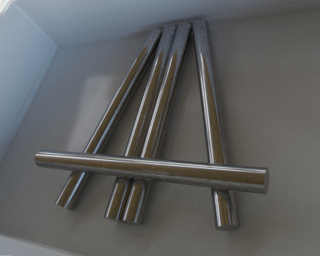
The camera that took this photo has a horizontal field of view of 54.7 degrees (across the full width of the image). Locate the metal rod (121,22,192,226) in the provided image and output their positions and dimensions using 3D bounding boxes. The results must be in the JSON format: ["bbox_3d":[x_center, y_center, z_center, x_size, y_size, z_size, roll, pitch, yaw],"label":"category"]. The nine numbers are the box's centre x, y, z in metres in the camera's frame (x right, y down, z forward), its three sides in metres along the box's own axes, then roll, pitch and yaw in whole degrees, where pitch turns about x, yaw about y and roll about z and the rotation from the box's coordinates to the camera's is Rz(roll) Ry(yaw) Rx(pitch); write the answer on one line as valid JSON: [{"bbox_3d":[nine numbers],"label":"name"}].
[{"bbox_3d":[0.003,-0.023,0.417,0.025,0.025,0.300,1,62,29],"label":"metal rod"}]

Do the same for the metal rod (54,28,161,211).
[{"bbox_3d":[-0.066,-0.025,0.454,0.025,0.025,0.300,13,68,33],"label":"metal rod"}]

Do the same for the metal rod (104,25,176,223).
[{"bbox_3d":[-0.018,-0.023,0.428,0.025,0.025,0.300,1,62,29],"label":"metal rod"}]

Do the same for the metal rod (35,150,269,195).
[{"bbox_3d":[-0.032,0.046,0.360,0.300,0.025,0.025,1,63,29],"label":"metal rod"}]

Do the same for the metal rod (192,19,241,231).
[{"bbox_3d":[0.064,-0.027,0.387,0.025,0.025,0.299,-15,56,20],"label":"metal rod"}]
